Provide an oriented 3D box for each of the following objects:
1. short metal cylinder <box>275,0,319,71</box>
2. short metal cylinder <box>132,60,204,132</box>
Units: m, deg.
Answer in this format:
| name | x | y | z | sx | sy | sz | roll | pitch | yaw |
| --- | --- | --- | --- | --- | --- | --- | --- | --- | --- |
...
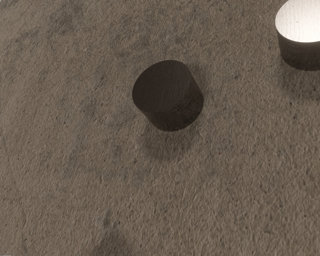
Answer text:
| name | x | y | z | sx | sy | sz | roll | pitch | yaw |
| --- | --- | --- | --- | --- | --- | --- | --- | --- | --- |
| short metal cylinder | 0.181 | -0.114 | 0.363 | 0.080 | 0.050 | 0.080 | -13 | 56 | 20 |
| short metal cylinder | 0.011 | -0.042 | 0.407 | 0.080 | 0.050 | 0.080 | -13 | 56 | 20 |
